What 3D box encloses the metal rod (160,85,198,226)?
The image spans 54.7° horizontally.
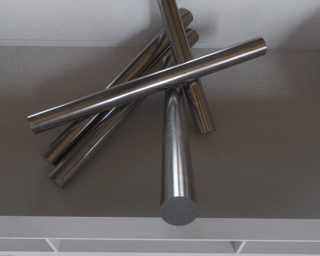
[{"bbox_3d":[0.016,-0.011,0.337,0.025,0.025,0.300,1,26,1],"label":"metal rod"}]

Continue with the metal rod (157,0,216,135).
[{"bbox_3d":[0.021,-0.136,0.425,0.025,0.025,0.299,-14,82,-12],"label":"metal rod"}]

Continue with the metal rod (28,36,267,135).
[{"bbox_3d":[-0.011,-0.055,0.384,0.302,0.025,0.025,-20,53,-5],"label":"metal rod"}]

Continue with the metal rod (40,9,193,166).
[{"bbox_3d":[-0.046,-0.068,0.428,0.025,0.025,0.301,30,66,22],"label":"metal rod"}]

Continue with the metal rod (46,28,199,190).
[{"bbox_3d":[-0.034,-0.042,0.419,0.025,0.025,0.301,28,61,21],"label":"metal rod"}]
